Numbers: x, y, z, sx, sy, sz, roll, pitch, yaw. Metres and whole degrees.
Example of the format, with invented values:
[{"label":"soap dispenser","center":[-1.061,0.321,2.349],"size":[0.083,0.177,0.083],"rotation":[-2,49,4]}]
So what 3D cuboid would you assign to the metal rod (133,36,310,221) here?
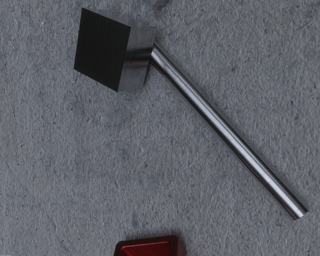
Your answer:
[{"label":"metal rod","center":[0.065,-0.014,0.385],"size":[0.025,0.025,0.300],"rotation":[-44,77,15]}]

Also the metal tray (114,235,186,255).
[{"label":"metal tray","center":[-0.020,0.197,0.366],"size":[0.090,0.130,0.030],"rotation":[-13,127,19]}]

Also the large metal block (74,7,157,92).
[{"label":"large metal block","center":[-0.059,-0.101,0.399],"size":[0.080,0.050,0.079],"rotation":[29,118,25]}]

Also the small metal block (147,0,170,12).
[{"label":"small metal block","center":[-0.005,-0.193,0.411],"size":[0.050,0.025,0.050],"rotation":[45,104,14]}]
